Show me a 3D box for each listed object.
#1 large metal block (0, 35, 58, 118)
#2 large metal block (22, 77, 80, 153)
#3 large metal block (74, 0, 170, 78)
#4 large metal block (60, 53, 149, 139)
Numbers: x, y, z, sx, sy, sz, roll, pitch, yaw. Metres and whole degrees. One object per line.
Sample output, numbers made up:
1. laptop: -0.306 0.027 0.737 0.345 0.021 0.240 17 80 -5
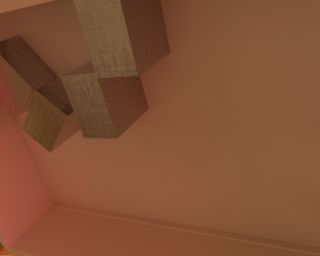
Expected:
1. large metal block: -0.213 -0.075 0.459 0.080 0.050 0.080 48 129 -6
2. large metal block: -0.132 -0.025 0.427 0.050 0.080 0.080 39 129 1
3. large metal block: -0.035 -0.105 0.326 0.050 0.080 0.080 2 119 27
4. large metal block: -0.063 -0.042 0.381 0.050 0.080 0.080 0 119 28
